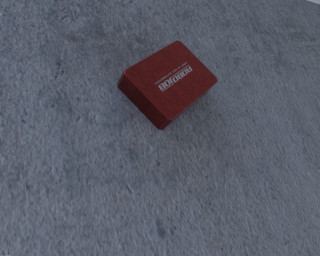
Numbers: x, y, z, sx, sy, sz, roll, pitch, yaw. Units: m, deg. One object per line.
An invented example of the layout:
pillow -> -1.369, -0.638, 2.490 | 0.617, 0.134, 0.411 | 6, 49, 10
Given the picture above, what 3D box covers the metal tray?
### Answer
metal tray -> 0.015, -0.066, 0.448 | 0.090, 0.030, 0.131 | 46, 51, 4
